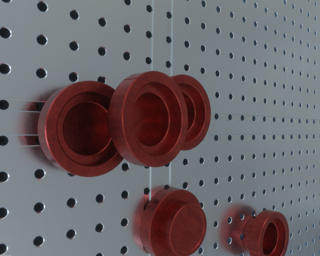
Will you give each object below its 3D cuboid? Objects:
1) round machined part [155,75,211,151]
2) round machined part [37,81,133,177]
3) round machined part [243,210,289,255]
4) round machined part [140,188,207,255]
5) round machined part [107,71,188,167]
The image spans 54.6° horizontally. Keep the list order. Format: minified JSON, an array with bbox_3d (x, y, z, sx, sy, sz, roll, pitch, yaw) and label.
[{"bbox_3d":[0.020,-0.020,0.413,0.099,0.042,0.097,0,90,-40],"label":"round machined part"},{"bbox_3d":[-0.080,0.001,0.330,0.099,0.042,0.097,0,90,-40],"label":"round machined part"},{"bbox_3d":[0.186,0.195,0.552,0.099,0.042,0.097,0,90,-40],"label":"round machined part"},{"bbox_3d":[0.025,0.133,0.418,0.099,0.042,0.097,0,90,-40],"label":"round machined part"},{"bbox_3d":[-0.017,-0.009,0.328,0.099,0.042,0.097,1,89,-48],"label":"round machined part"}]
